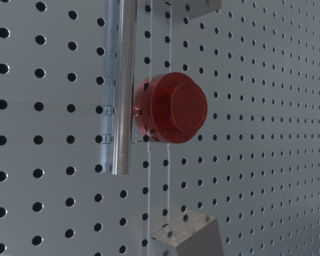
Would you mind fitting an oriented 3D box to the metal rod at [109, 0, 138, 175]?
[{"bbox_3d":[-0.042,-0.095,0.373,0.025,0.025,0.298,4,88,-40],"label":"metal rod"}]

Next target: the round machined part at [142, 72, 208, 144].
[{"bbox_3d":[0.027,-0.027,0.421,0.099,0.042,0.097,0,90,-40],"label":"round machined part"}]

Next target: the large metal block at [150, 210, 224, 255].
[{"bbox_3d":[0.041,0.172,0.428,0.081,0.050,0.079,-20,103,-38],"label":"large metal block"}]

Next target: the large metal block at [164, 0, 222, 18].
[{"bbox_3d":[0.044,-0.212,0.430,0.081,0.050,0.080,13,82,-39],"label":"large metal block"}]
